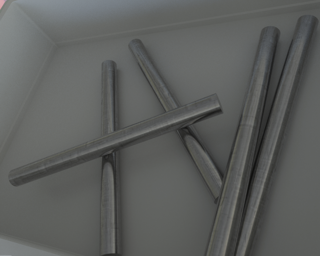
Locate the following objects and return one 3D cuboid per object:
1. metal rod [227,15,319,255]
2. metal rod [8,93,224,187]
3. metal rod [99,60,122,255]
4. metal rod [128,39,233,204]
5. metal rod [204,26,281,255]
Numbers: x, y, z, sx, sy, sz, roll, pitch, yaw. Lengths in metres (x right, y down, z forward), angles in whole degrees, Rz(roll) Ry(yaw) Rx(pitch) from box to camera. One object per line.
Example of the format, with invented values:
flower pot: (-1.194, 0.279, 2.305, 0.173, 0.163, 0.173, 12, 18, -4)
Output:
metal rod: (0.129, -0.003, 0.340, 0.025, 0.025, 0.300, 11, 67, 33)
metal rod: (-0.068, 0.021, 0.394, 0.301, 0.025, 0.025, -20, 54, 16)
metal rod: (-0.070, 0.020, 0.430, 0.025, 0.025, 0.299, -19, 54, 17)
metal rod: (0.014, -0.031, 0.417, 0.025, 0.025, 0.300, -33, 51, 7)
metal rod: (0.096, 0.001, 0.337, 0.025, 0.025, 0.300, 4, 58, 30)
